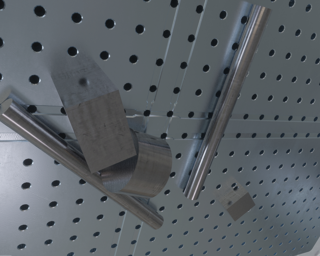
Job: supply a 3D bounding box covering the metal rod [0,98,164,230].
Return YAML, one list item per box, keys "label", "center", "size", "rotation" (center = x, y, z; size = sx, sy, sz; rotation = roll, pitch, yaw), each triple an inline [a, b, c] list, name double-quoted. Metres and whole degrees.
- label: "metal rod"
  center: [-0.081, 0.066, 0.407]
  size: [0.025, 0.025, 0.300]
  rotation: [-41, 130, 0]

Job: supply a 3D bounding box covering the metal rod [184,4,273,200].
- label: "metal rod"
  center: [0.090, -0.021, 0.447]
  size: [0.025, 0.025, 0.298]
  rotation: [2, 117, -30]

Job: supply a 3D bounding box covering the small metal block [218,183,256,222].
- label: "small metal block"
  center: [0.144, 0.139, 0.577]
  size: [0.050, 0.025, 0.050]
  rotation: [-38, 129, -3]

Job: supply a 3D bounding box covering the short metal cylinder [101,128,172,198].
- label: "short metal cylinder"
  center: [-0.030, 0.044, 0.387]
  size: [0.050, 0.080, 0.080]
  rotation: [20, 108, -36]

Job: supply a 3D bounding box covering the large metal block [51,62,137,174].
- label: "large metal block"
  center: [-0.070, -0.013, 0.329]
  size: [0.050, 0.080, 0.080]
  rotation: [-23, 127, -15]
